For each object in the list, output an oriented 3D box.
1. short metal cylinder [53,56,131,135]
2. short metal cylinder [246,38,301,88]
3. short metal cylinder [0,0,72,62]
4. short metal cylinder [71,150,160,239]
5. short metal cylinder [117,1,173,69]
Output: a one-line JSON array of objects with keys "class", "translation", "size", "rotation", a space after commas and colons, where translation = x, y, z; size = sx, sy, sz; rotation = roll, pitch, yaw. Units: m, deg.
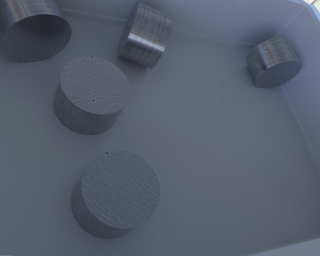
[{"class": "short metal cylinder", "translation": [-0.082, -0.038, 0.370], "size": [0.081, 0.050, 0.080], "rotation": [14, 56, -21]}, {"class": "short metal cylinder", "translation": [0.201, -0.114, 0.551], "size": [0.081, 0.080, 0.050], "rotation": [0, 62, -29]}, {"class": "short metal cylinder", "translation": [-0.153, -0.122, 0.363], "size": [0.081, 0.080, 0.050], "rotation": [-19, 72, -35]}, {"class": "short metal cylinder", "translation": [-0.047, 0.069, 0.323], "size": [0.081, 0.050, 0.080], "rotation": [14, 56, -21]}, {"class": "short metal cylinder", "translation": [-0.023, -0.131, 0.439], "size": [0.050, 0.080, 0.080], "rotation": [18, 55, -18]}]
